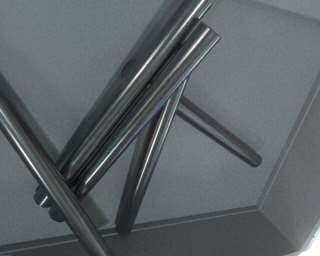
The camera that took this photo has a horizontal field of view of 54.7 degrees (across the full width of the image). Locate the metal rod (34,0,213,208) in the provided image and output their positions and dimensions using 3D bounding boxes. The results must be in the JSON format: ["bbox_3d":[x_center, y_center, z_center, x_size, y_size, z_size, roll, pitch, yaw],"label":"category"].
[{"bbox_3d":[-0.052,-0.019,0.343,0.025,0.025,0.299,27,112,-38],"label":"metal rod"}]

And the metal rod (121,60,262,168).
[{"bbox_3d":[0.065,-0.005,0.443,0.301,0.025,0.025,32,101,-39],"label":"metal rod"}]

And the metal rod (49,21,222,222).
[{"bbox_3d":[-0.043,0.010,0.351,0.025,0.025,0.299,24,118,-37],"label":"metal rod"}]

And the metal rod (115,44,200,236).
[{"bbox_3d":[-0.013,0.033,0.402,0.025,0.025,0.298,1,125,-29],"label":"metal rod"}]

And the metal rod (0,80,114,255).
[{"bbox_3d":[-0.121,0.059,0.344,0.025,0.025,0.299,-28,118,-11],"label":"metal rod"}]
